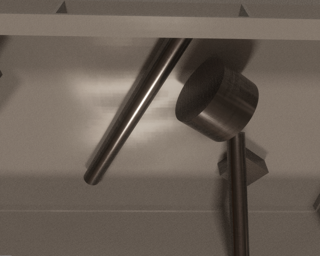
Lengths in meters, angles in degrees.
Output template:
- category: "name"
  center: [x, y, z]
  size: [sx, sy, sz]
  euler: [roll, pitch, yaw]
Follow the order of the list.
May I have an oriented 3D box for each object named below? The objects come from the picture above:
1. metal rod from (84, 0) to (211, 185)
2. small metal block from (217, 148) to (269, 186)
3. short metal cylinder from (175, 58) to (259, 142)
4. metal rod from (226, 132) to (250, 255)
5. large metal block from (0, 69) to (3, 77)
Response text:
- category: "metal rod"
  center: [-0.032, -0.023, 0.389]
  size: [0.025, 0.025, 0.298]
  euler: [23, 126, -19]
- category: "small metal block"
  center: [0.123, 0.060, 0.462]
  size: [0.050, 0.025, 0.050]
  euler: [32, 123, -25]
- category: "short metal cylinder"
  center: [0.062, -0.031, 0.348]
  size: [0.050, 0.080, 0.080]
  euler: [30, 124, -23]
- category: "metal rod"
  center: [0.112, 0.155, 0.435]
  size: [0.025, 0.025, 0.298]
  euler: [-3, 96, 2]
- category: "large metal block"
  center: [-0.228, -0.052, 0.318]
  size: [0.080, 0.050, 0.080]
  euler: [-40, 163, 28]
